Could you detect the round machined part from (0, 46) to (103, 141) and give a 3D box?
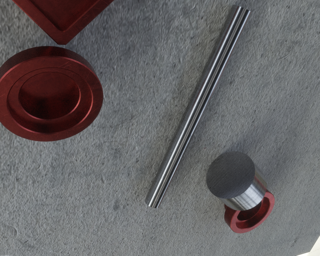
[{"bbox_3d":[-0.110,-0.036,0.307,0.099,0.042,0.097,-16,135,-16],"label":"round machined part"}]

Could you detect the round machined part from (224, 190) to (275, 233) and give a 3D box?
[{"bbox_3d":[0.160,0.144,0.576,0.099,0.042,0.097,-14,125,-21],"label":"round machined part"}]

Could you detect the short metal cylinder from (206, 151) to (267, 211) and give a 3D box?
[{"bbox_3d":[0.121,0.084,0.492,0.080,0.080,0.050,-45,130,2],"label":"short metal cylinder"}]

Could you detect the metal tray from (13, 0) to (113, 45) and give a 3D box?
[{"bbox_3d":[-0.074,-0.150,0.271,0.130,0.030,0.090,-43,130,1],"label":"metal tray"}]

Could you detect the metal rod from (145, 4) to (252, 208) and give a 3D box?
[{"bbox_3d":[0.044,-0.015,0.423,0.025,0.025,0.298,10,113,-33],"label":"metal rod"}]
